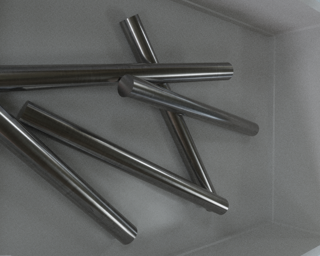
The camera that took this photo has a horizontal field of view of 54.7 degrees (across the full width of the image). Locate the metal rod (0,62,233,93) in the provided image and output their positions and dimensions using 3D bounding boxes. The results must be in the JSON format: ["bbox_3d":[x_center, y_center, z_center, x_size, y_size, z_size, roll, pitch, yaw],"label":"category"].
[{"bbox_3d":[-0.033,-0.061,0.355,0.303,0.025,0.025,-8,96,-32],"label":"metal rod"}]

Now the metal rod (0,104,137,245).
[{"bbox_3d":[-0.117,0.029,0.300,0.300,0.025,0.025,52,59,-31],"label":"metal rod"}]

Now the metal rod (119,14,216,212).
[{"bbox_3d":[0.022,-0.007,0.426,0.025,0.025,0.299,-39,114,-33],"label":"metal rod"}]

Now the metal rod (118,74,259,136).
[{"bbox_3d":[0.064,-0.021,0.436,0.302,0.025,0.025,13,82,-47],"label":"metal rod"}]

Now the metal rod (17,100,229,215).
[{"bbox_3d":[-0.021,0.050,0.374,0.301,0.025,0.025,30,71,-31],"label":"metal rod"}]
